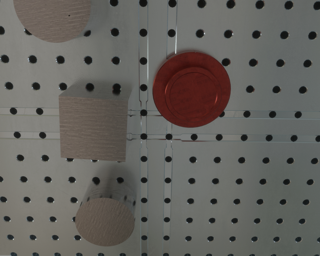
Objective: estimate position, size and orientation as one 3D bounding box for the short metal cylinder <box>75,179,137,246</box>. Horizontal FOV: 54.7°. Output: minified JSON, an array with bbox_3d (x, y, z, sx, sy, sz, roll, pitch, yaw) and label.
[{"bbox_3d":[-0.075,0.120,0.444,0.081,0.050,0.079,0,110,0],"label":"short metal cylinder"}]

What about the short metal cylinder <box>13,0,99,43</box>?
[{"bbox_3d":[-0.113,-0.139,0.348,0.081,0.050,0.079,0,110,0],"label":"short metal cylinder"}]

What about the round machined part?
[{"bbox_3d":[0.040,-0.046,0.388,0.099,0.042,0.097,0,110,0],"label":"round machined part"}]

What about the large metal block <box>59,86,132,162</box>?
[{"bbox_3d":[-0.080,-0.006,0.397,0.081,0.050,0.079,4,110,-2],"label":"large metal block"}]
